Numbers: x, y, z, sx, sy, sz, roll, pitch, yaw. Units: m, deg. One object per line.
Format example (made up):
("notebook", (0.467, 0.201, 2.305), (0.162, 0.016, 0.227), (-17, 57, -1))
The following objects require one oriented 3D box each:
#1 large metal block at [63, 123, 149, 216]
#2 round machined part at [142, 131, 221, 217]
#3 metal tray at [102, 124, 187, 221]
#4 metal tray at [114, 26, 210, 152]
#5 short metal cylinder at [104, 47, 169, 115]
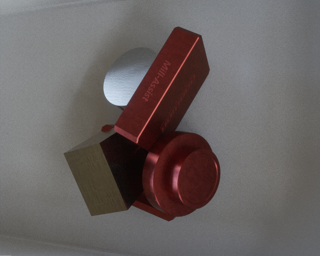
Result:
("large metal block", (-0.057, 0.047, 0.374), (0.050, 0.080, 0.080), (-16, 101, 25))
("round machined part", (0.031, 0.054, 0.355), (0.042, 0.099, 0.097), (8, 93, 50))
("metal tray", (-0.026, 0.056, 0.413), (0.130, 0.030, 0.089), (18, 96, 19))
("metal tray", (0.008, -0.036, 0.354), (0.030, 0.090, 0.130), (28, 84, 20))
("short metal cylinder", (-0.023, -0.053, 0.387), (0.080, 0.050, 0.080), (-13, 61, 26))
